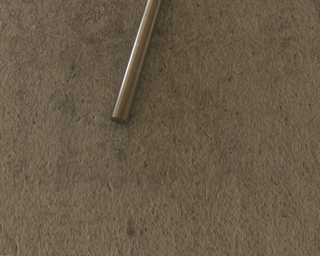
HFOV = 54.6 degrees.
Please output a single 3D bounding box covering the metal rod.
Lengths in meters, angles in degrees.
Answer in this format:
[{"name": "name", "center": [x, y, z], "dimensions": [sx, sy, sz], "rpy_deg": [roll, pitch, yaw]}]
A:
[{"name": "metal rod", "center": [-0.020, -0.146, 0.461], "dimensions": [0.025, 0.025, 0.299], "rpy_deg": [12, 70, 4]}]
